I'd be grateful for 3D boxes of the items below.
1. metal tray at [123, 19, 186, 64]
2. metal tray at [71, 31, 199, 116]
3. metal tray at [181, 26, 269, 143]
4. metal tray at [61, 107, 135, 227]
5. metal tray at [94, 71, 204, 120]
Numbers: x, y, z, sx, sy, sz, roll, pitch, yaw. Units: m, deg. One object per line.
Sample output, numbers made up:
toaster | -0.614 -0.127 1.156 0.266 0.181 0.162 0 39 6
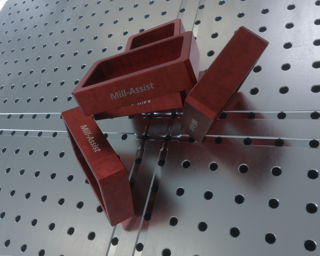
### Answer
metal tray | -0.008 -0.105 0.450 0.090 0.030 0.130 -15 40 18
metal tray | -0.023 -0.063 0.348 0.130 0.030 0.090 -13 32 17
metal tray | 0.062 -0.038 0.333 0.030 0.130 0.090 36 81 9
metal tray | -0.077 0.043 0.379 0.030 0.090 0.130 -23 48 -20
metal tray | -0.013 -0.042 0.401 0.130 0.090 0.030 -7 103 26
